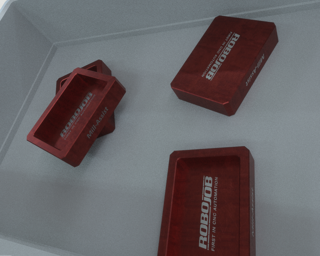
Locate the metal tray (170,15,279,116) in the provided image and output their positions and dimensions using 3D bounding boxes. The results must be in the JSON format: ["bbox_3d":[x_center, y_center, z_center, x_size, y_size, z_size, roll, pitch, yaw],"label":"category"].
[{"bbox_3d":[0.085,-0.087,0.411,0.090,0.030,0.130,24,74,36],"label":"metal tray"}]

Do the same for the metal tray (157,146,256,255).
[{"bbox_3d":[0.050,0.086,0.323,0.090,0.030,0.130,-6,59,25],"label":"metal tray"}]

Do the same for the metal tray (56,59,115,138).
[{"bbox_3d":[-0.121,-0.039,0.489,0.090,0.030,0.130,-21,54,15],"label":"metal tray"}]

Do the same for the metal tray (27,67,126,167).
[{"bbox_3d":[-0.118,-0.020,0.437,0.090,0.030,0.130,19,72,35],"label":"metal tray"}]
